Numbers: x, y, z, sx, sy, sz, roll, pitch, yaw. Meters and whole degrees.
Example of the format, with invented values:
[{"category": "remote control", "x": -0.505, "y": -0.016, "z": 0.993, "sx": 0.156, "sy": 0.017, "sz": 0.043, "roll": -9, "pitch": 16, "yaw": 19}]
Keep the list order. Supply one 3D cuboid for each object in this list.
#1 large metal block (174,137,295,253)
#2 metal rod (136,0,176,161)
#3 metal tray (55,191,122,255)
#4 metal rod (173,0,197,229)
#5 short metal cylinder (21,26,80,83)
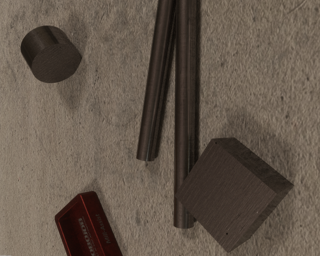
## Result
[{"category": "large metal block", "x": 0.075, "y": 0.066, "z": 0.325, "sx": 0.080, "sy": 0.050, "sz": 0.080, "roll": 43, "pitch": 116, "yaw": 31}, {"category": "metal rod", "x": 0.002, "y": -0.104, "z": 0.401, "sx": 0.025, "sy": 0.025, "sz": 0.298, "roll": 14, "pitch": 99, "yaw": 39}, {"category": "metal tray", "x": -0.115, "y": 0.179, "z": 0.493, "sx": 0.090, "sy": 0.030, "sz": 0.130, "roll": -43, "pitch": 65, "yaw": 31}, {"category": "metal rod", "x": 0.031, "y": -0.030, "z": 0.377, "sx": 0.025, "sy": 0.025, "sz": 0.298, "roll": 1, "pitch": 91, "yaw": 39}, {"category": "short metal cylinder", "x": -0.182, "y": -0.122, "z": 0.516, "sx": 0.080, "sy": 0.081, "sz": 0.050, "roll": -52, "pitch": 60, "yaw": 27}]
